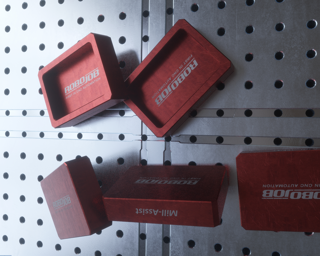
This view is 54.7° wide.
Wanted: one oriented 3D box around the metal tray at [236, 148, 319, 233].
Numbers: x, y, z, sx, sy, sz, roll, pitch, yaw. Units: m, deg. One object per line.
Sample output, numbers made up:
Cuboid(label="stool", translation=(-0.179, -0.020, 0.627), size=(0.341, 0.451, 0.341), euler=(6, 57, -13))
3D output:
Cuboid(label="metal tray", translation=(0.158, 0.070, 0.354), size=(0.130, 0.030, 0.089), euler=(-5, 89, 19))

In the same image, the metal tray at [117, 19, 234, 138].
Cuboid(label="metal tray", translation=(0.018, -0.062, 0.402), size=(0.130, 0.030, 0.090), euler=(-46, 76, 13))

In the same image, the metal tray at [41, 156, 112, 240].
Cuboid(label="metal tray", translation=(-0.117, 0.097, 0.414), size=(0.129, 0.030, 0.090), euler=(-31, 78, 51))

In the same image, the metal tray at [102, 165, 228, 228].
Cuboid(label="metal tray", translation=(0.010, 0.077, 0.371), size=(0.130, 0.090, 0.030), euler=(-2, 106, 19))

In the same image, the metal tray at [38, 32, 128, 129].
Cuboid(label="metal tray", translation=(-0.111, -0.061, 0.428), size=(0.130, 0.030, 0.090), euler=(-21, 83, 35))
